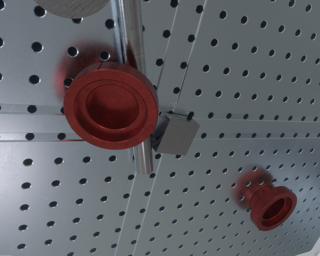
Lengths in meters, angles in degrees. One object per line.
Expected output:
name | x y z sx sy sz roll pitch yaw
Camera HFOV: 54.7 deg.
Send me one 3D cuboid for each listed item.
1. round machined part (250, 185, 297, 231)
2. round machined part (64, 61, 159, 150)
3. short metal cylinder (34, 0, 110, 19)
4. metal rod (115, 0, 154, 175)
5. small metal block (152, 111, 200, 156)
round machined part | 0.219 0.153 0.615 0.099 0.042 0.097 -14 124 -21
round machined part | -0.050 -0.027 0.340 0.099 0.042 0.097 1 123 2
short metal cylinder | -0.081 -0.140 0.264 0.081 0.050 0.079 -14 124 -21
metal rod | -0.029 -0.067 0.354 0.025 0.025 0.298 -16 125 -19
small metal block | 0.020 0.009 0.428 0.050 0.025 0.050 10 114 -33
